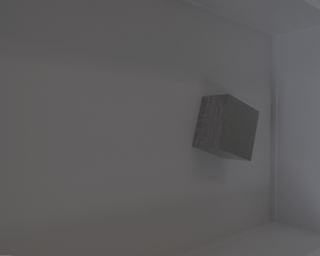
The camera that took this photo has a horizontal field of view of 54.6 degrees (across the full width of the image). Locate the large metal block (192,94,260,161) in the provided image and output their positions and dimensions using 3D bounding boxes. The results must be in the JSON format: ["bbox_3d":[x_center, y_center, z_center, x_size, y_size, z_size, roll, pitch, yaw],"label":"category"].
[{"bbox_3d":[0.102,0.001,0.474,0.080,0.050,0.080,21,77,-38],"label":"large metal block"}]
